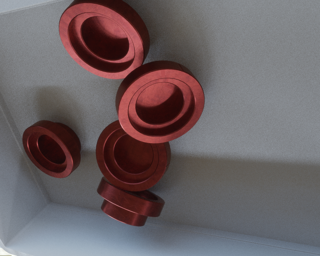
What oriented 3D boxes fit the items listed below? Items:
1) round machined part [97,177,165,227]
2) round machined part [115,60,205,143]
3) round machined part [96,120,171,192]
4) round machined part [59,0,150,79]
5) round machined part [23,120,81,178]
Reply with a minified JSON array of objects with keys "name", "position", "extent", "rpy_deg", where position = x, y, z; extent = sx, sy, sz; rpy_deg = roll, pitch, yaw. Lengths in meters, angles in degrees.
[{"name":"round machined part","position":[-0.046,0.109,0.450],"extent":[0.098,0.098,0.042],"rpy_deg":[22,86,15]},{"name":"round machined part","position":[-0.002,-0.033,0.357],"extent":[0.099,0.042,0.097],"rpy_deg":[-9,128,-11]},{"name":"round machined part","position":[-0.033,0.033,0.419],"extent":[0.098,0.042,0.097],"rpy_deg":[2,99,15]},{"name":"round machined part","position":[-0.058,-0.106,0.349],"extent":[0.098,0.042,0.097],"rpy_deg":[12,142,10]},{"name":"round machined part","position":[-0.169,0.030,0.503],"extent":[0.098,0.042,0.097],"rpy_deg":[13,124,20]}]
